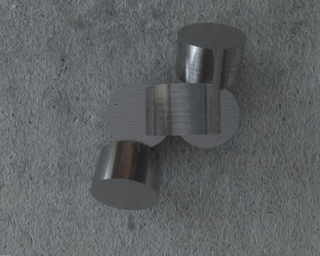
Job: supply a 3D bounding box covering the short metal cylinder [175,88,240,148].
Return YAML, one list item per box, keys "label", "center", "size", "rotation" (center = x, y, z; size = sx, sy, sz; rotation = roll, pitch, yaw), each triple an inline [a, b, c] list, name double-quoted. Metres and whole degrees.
- label: "short metal cylinder"
  center: [0.056, -0.016, 0.399]
  size: [0.081, 0.050, 0.079]
  rotation: [0, 90, -1]

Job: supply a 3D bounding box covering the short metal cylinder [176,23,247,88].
- label: "short metal cylinder"
  center: [0.060, -0.090, 0.377]
  size: [0.081, 0.080, 0.050]
  rotation: [1, 128, -1]

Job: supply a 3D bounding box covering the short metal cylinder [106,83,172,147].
- label: "short metal cylinder"
  center: [-0.025, -0.014, 0.398]
  size: [0.081, 0.050, 0.079]
  rotation: [0, 90, -1]

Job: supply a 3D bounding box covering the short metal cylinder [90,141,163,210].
- label: "short metal cylinder"
  center: [-0.039, 0.060, 0.376]
  size: [0.081, 0.080, 0.050]
  rotation: [7, 51, -1]

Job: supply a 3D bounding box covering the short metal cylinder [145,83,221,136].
- label: "short metal cylinder"
  center: [0.025, -0.018, 0.334]
  size: [0.081, 0.080, 0.050]
  rotation: [-1, 90, -1]
